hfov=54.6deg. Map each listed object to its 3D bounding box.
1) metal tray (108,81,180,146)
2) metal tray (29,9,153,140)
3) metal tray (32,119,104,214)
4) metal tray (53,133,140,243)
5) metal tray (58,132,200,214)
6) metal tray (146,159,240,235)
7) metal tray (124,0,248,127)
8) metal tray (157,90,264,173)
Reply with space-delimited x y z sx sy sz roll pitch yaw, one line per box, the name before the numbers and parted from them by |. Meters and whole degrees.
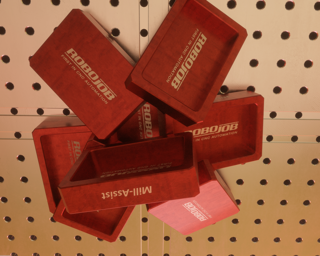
metal tray | -0.019 0.005 0.412 0.090 0.030 0.129 -5 108 0
metal tray | -0.079 -0.062 0.369 0.090 0.030 0.130 -43 89 14
metal tray | -0.115 0.054 0.430 0.090 0.030 0.129 -4 109 1
metal tray | -0.073 0.080 0.407 0.090 0.030 0.129 25 108 -9
metal tray | -0.027 0.043 0.325 0.130 0.090 0.030 -10 110 8
metal tray | 0.046 0.097 0.411 0.090 0.030 0.130 -27 141 10
metal tray | 0.032 -0.078 0.346 0.090 0.030 0.130 32 74 -11
metal tray | 0.066 0.007 0.394 0.131 0.030 0.089 -10 111 -15
